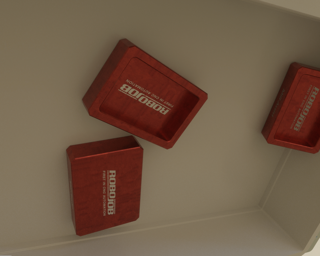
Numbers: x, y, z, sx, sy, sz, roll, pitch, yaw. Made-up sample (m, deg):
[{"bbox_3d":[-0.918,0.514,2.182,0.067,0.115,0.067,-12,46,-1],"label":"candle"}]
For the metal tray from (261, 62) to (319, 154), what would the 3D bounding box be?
[{"bbox_3d":[0.228,-0.029,0.487,0.091,0.030,0.129,13,115,-5],"label":"metal tray"}]

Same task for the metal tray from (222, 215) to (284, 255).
[{"bbox_3d":[0.200,0.247,0.669,0.131,0.030,0.089,-13,124,-22],"label":"metal tray"}]

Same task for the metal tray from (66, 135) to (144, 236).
[{"bbox_3d":[-0.072,0.078,0.414,0.091,0.030,0.129,-9,123,-24],"label":"metal tray"}]

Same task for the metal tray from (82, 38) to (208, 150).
[{"bbox_3d":[-0.014,-0.035,0.375,0.131,0.030,0.090,26,104,-37],"label":"metal tray"}]
